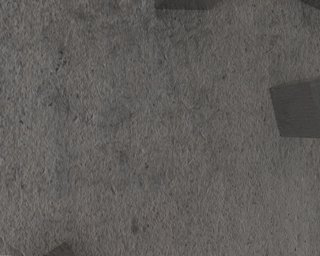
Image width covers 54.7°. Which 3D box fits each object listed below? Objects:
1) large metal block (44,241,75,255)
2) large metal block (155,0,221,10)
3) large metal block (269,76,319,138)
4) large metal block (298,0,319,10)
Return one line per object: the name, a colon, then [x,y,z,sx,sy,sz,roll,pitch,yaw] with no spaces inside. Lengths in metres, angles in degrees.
large metal block: [-0.122,0.193,0.351,0.080,0.050,0.080,-31,100,-17]
large metal block: [0.042,-0.190,0.395,0.081,0.080,0.050,-7,93,-20]
large metal block: [0.217,-0.031,0.459,0.050,0.080,0.080,-17,96,-19]
large metal block: [0.258,-0.244,0.490,0.081,0.050,0.080,14,85,-20]
